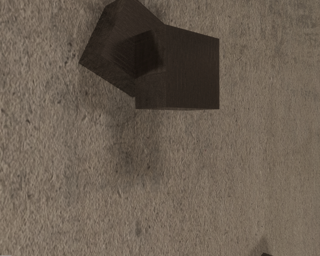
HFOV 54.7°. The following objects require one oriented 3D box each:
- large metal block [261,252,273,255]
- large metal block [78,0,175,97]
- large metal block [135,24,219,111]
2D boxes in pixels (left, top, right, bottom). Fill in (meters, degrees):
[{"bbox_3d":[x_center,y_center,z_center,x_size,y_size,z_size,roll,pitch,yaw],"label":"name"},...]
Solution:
[{"bbox_3d":[0.200,0.291,0.561,0.081,0.050,0.080,-34,111,-35],"label":"large metal block"},{"bbox_3d":[-0.034,-0.092,0.361,0.080,0.050,0.080,32,70,-36],"label":"large metal block"},{"bbox_3d":[0.020,-0.061,0.342,0.081,0.050,0.079,-1,91,-41],"label":"large metal block"}]
